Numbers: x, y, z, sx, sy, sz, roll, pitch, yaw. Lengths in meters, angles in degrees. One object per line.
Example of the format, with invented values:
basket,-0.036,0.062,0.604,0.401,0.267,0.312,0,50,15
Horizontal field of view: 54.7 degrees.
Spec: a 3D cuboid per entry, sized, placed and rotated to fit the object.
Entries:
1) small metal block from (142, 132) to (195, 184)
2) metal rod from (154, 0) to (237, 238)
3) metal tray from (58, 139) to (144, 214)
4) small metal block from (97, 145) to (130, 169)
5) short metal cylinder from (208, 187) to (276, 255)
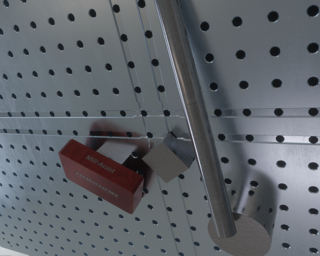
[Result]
small metal block,0.011,0.042,0.431,0.050,0.025,0.050,46,129,-4
metal rod,0.041,-0.014,0.347,0.025,0.025,0.298,-9,104,32
metal tray,-0.091,0.078,0.487,0.130,0.030,0.090,26,146,11
small metal block,-0.076,0.061,0.489,0.050,0.025,0.050,17,125,18
short metal cylinder,0.110,0.126,0.415,0.080,0.050,0.079,13,124,21
